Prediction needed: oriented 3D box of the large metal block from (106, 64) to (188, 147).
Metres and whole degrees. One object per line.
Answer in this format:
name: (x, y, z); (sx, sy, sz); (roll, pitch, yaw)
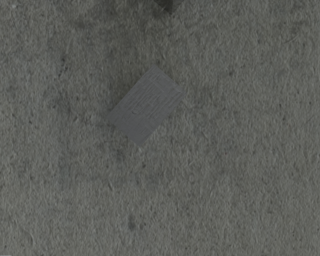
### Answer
large metal block: (-0.015, -0.025, 0.382); (0.050, 0.080, 0.080); (41, 90, -1)

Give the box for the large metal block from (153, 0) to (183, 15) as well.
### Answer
large metal block: (0.010, -0.210, 0.398); (0.080, 0.050, 0.080); (39, 90, -1)
